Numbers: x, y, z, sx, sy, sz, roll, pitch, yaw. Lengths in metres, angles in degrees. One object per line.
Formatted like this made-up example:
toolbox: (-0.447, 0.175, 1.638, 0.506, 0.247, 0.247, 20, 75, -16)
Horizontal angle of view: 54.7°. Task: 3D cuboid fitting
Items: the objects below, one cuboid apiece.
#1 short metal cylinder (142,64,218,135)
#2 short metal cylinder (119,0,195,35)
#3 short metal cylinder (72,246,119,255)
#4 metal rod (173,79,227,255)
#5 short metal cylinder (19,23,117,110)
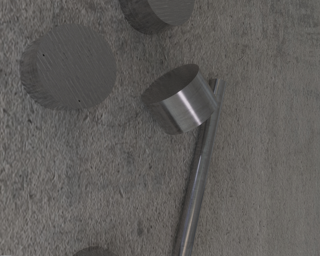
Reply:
short metal cylinder: (0.025, -0.037, 0.390, 0.080, 0.080, 0.050, -50, 120, -28)
short metal cylinder: (-0.003, -0.162, 0.385, 0.081, 0.050, 0.079, 0, 90, -40)
short metal cylinder: (-0.066, 0.176, 0.334, 0.081, 0.050, 0.079, 0, 90, -40)
metal rod: (0.056, 0.071, 0.452, 0.025, 0.025, 0.299, 22, 76, -38)
short metal cylinder: (-0.092, -0.058, 0.311, 0.081, 0.050, 0.079, 0, 90, -40)
